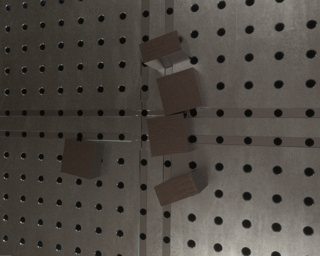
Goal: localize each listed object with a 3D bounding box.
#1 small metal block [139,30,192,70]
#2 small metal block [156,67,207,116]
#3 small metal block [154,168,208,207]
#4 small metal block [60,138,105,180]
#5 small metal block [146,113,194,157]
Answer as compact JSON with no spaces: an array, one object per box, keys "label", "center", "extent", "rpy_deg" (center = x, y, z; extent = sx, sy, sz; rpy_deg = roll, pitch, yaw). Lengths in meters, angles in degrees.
[{"label":"small metal block","center":[0.008,-0.098,0.396],"extent":[0.050,0.050,0.025],"rpy_deg":[-16,85,19]},{"label":"small metal block","center":[0.028,-0.045,0.402],"extent":[0.050,0.025,0.050],"rpy_deg":[-15,85,19]},{"label":"small metal block","center":[0.027,0.073,0.389],"extent":[0.050,0.050,0.025],"rpy_deg":[-24,82,18]},{"label":"small metal block","center":[-0.113,0.043,0.451],"extent":[0.050,0.025,0.050],"rpy_deg":[10,93,19]},{"label":"small metal block","center":[0.013,0.009,0.407],"extent":[0.050,0.025,0.050],"rpy_deg":[-9,87,19]}]
